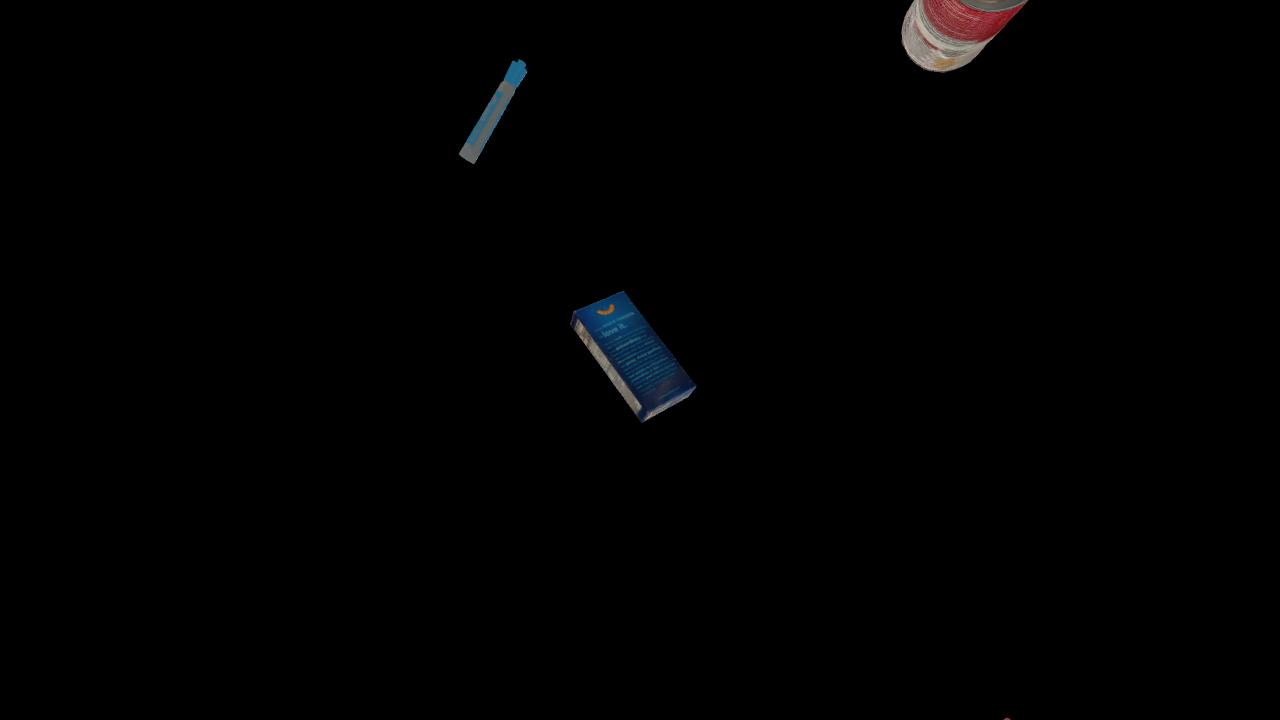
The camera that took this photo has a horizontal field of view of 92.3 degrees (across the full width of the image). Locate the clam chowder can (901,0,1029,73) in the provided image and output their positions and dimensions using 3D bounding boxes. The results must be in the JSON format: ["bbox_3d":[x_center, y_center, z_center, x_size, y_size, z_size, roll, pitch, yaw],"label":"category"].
[{"bbox_3d":[0.235,-0.259,0.440,0.068,0.068,0.102,0,3,7],"label":"clam chowder can"}]

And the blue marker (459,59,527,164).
[{"bbox_3d":[-0.157,-0.269,0.665,0.020,0.121,0.020,31,2,-1],"label":"blue marker"}]

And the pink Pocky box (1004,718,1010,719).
[{"bbox_3d":[0.272,0.298,0.417,0.084,0.029,0.155,41,-12,41],"label":"pink Pocky box"}]

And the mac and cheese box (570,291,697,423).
[{"bbox_3d":[-0.011,-0.008,0.884,0.093,0.184,0.041,-27,-19,-29],"label":"mac and cheese box"}]
